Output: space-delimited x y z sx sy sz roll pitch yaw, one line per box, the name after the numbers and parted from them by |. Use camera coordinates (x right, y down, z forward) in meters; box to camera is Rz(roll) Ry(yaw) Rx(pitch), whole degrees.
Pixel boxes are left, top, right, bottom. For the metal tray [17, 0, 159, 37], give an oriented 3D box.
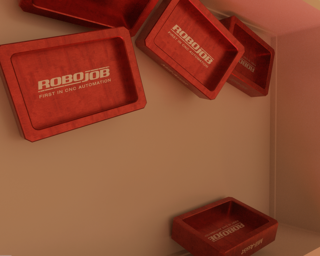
-0.063 -0.145 0.309 0.131 0.090 0.030 2 56 -40 | metal tray

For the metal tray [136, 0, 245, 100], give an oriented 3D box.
0.044 -0.109 0.414 0.130 0.030 0.090 35 85 -28 | metal tray

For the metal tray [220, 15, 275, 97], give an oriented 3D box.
0.140 -0.115 0.520 0.131 0.030 0.090 21 77 -38 | metal tray

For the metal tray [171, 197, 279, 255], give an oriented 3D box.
0.093 0.143 0.438 0.131 0.090 0.030 -7 110 -40 | metal tray

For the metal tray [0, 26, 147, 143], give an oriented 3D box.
-0.085 -0.048 0.317 0.131 0.030 0.089 -20 103 -29 | metal tray
